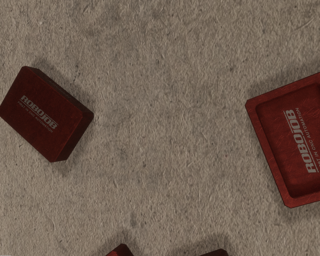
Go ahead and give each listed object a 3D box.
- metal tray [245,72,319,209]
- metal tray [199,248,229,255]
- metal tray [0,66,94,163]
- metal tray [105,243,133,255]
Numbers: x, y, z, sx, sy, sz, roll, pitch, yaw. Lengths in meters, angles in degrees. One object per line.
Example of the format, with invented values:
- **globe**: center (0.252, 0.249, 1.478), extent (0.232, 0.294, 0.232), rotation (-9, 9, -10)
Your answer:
- **metal tray**: center (0.162, 0.014, 0.349), extent (0.090, 0.030, 0.129), rotation (-22, 83, 18)
- **metal tray**: center (0.065, 0.228, 0.383), extent (0.090, 0.030, 0.129), rotation (-27, 82, 17)
- **metal tray**: center (-0.174, -0.021, 0.466), extent (0.130, 0.030, 0.090), rotation (38, 102, 15)
- **metal tray**: center (-0.050, 0.239, 0.422), extent (0.090, 0.030, 0.130), rotation (-41, 78, 15)
